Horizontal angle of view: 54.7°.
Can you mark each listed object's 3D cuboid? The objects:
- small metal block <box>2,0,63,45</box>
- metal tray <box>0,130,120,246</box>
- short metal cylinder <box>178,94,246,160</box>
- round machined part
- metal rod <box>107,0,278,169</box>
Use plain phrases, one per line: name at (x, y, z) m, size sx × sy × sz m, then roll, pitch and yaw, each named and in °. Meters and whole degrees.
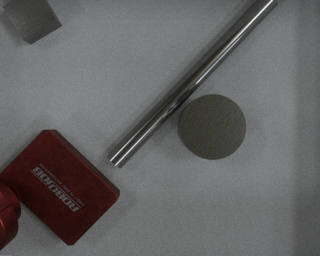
small metal block at (-0.167, -0.147, 0.409) m, size 0.050 × 0.025 × 0.050 m, roll -31°, pitch 90°, yaw -1°
metal tray at (-0.130, 0.076, 0.407) m, size 0.130 × 0.030 × 0.090 m, roll 44°, pitch 90°, yaw -1°
short metal cylinder at (0.064, -0.001, 0.400) m, size 0.081 × 0.050 × 0.079 m, roll 0°, pitch 90°, yaw -1°
round machined part at (-0.216, 0.102, 0.386) m, size 0.098 × 0.042 × 0.097 m, roll 8°, pitch 115°, yaw 19°
metal rod at (0.043, -0.063, 0.411) m, size 0.025 × 0.025 × 0.300 m, roll 44°, pitch 90°, yaw -1°
